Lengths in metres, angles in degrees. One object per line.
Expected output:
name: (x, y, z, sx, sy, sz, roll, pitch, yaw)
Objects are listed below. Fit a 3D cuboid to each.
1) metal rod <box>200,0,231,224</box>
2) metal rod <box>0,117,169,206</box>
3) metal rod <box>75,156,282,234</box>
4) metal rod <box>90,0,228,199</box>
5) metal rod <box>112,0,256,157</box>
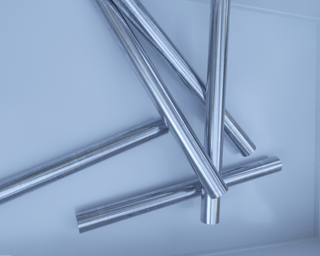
metal rod: (0.071, -0.026, 0.400, 0.025, 0.025, 0.298, 1, 94, -20)
metal rod: (-0.127, 0.051, 0.363, 0.302, 0.025, 0.025, -23, 98, -19)
metal rod: (0.040, 0.085, 0.425, 0.302, 0.025, 0.025, -12, 94, -20)
metal rod: (-0.005, -0.048, 0.380, 0.025, 0.025, 0.299, -31, 90, -17)
metal rod: (0.035, -0.071, 0.409, 0.025, 0.025, 0.300, -48, 110, -14)
